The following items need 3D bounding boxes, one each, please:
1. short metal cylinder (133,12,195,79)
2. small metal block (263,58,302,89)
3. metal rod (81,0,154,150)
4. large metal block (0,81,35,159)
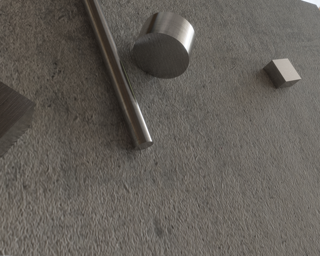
[{"bbox_3d":[0.007,-0.118,0.446,0.080,0.080,0.050,26,53,-13],"label":"short metal cylinder"},{"bbox_3d":[0.237,-0.106,0.599,0.050,0.025,0.050,-13,69,-34],"label":"small metal block"},{"bbox_3d":[-0.071,-0.108,0.432,0.025,0.025,0.299,-8,66,-32],"label":"metal rod"},{"bbox_3d":[-0.182,-0.007,0.294,0.080,0.050,0.080,33,51,-7],"label":"large metal block"}]
